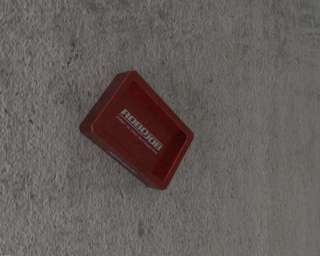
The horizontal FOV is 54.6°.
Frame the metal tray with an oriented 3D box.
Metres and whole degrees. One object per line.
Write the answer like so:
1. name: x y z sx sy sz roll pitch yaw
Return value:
1. metal tray: -0.022 0.006 0.381 0.130 0.030 0.090 45 63 -31
